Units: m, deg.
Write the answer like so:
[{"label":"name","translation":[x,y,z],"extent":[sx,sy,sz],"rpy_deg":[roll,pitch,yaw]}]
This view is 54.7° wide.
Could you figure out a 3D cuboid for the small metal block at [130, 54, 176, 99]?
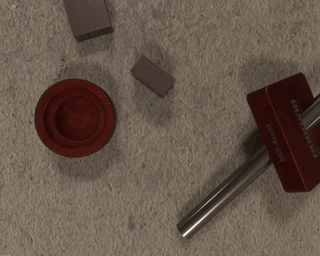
[{"label":"small metal block","translation":[-0.009,-0.064,0.397],"extent":[0.050,0.050,0.025],"rpy_deg":[37,90,-1]}]

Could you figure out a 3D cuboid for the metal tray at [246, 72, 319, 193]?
[{"label":"metal tray","translation":[0.168,0.003,0.386],"extent":[0.091,0.030,0.129],"rpy_deg":[-23,90,-36]}]

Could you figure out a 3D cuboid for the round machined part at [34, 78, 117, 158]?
[{"label":"round machined part","translation":[-0.105,-0.012,0.400],"extent":[0.099,0.042,0.097],"rpy_deg":[0,90,-1]}]

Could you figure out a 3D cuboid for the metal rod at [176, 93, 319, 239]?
[{"label":"metal rod","translation":[0.137,0.033,0.392],"extent":[0.300,0.025,0.025],"rpy_deg":[-44,91,7]}]

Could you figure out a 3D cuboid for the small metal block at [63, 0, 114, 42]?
[{"label":"small metal block","translation":[-0.094,-0.147,0.409],"extent":[0.050,0.025,0.050],"rpy_deg":[-17,90,-1]}]
